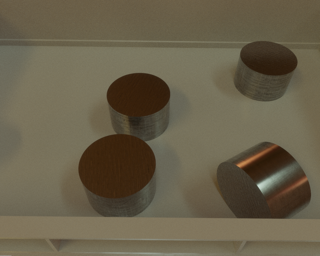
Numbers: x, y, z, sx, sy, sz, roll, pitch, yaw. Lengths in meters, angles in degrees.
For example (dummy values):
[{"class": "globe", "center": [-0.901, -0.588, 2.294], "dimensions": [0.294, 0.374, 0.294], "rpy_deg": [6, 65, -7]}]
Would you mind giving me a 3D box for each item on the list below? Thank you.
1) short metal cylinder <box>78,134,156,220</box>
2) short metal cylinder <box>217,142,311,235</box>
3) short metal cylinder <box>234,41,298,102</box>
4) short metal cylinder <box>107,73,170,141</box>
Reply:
[{"class": "short metal cylinder", "center": [-0.045, 0.053, 0.344], "dimensions": [0.081, 0.050, 0.080], "rpy_deg": [0, 50, 0]}, {"class": "short metal cylinder", "center": [0.104, 0.061, 0.320], "dimensions": [0.050, 0.080, 0.080], "rpy_deg": [-24, 55, -19]}, {"class": "short metal cylinder", "center": [0.156, -0.086, 0.463], "dimensions": [0.081, 0.050, 0.080], "rpy_deg": [0, 50, 0]}, {"class": "short metal cylinder", "center": [-0.027, -0.028, 0.412], "dimensions": [0.081, 0.050, 0.080], "rpy_deg": [0, 50, 0]}]
